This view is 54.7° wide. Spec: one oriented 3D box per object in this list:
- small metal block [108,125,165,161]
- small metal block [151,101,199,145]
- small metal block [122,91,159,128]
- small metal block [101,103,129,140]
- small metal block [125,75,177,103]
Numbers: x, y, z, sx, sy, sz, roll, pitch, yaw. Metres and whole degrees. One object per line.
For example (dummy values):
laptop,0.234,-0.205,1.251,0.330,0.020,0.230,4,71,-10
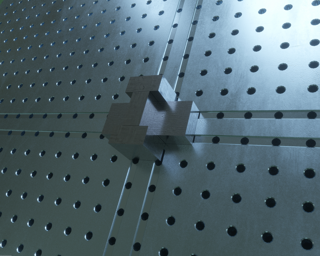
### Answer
small metal block,-0.028,0.020,0.393,0.050,0.050,0.025,1,62,28
small metal block,0.019,-0.007,0.401,0.050,0.025,0.050,1,62,28
small metal block,-0.020,-0.013,0.409,0.025,0.050,0.050,1,62,28
small metal block,-0.048,-0.008,0.436,0.050,0.025,0.050,1,62,28
small metal block,-0.011,-0.047,0.425,0.050,0.050,0.025,1,62,28
